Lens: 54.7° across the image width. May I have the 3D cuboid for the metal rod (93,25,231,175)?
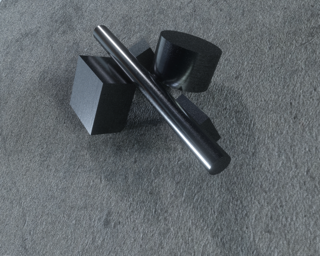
[{"bbox_3d":[-0.017,-0.056,0.383,0.025,0.025,0.300,-40,51,1],"label":"metal rod"}]

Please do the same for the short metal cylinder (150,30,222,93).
[{"bbox_3d":[0.032,-0.086,0.397,0.080,0.081,0.050,45,129,39],"label":"short metal cylinder"}]

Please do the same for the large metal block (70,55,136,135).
[{"bbox_3d":[-0.083,-0.047,0.437,0.080,0.050,0.079,47,129,38],"label":"large metal block"}]

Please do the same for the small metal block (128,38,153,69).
[{"bbox_3d":[-0.029,-0.096,0.462,0.050,0.050,0.025,-34,52,6],"label":"small metal block"}]

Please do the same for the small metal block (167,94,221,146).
[{"bbox_3d":[0.041,-0.006,0.367,0.025,0.050,0.050,-42,51,0],"label":"small metal block"}]
